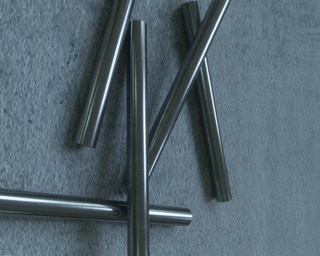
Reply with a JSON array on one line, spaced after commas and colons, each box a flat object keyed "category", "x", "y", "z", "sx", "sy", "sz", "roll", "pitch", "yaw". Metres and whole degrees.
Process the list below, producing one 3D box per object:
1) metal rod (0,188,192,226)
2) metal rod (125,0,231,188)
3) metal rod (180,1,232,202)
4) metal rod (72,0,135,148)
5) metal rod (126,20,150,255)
[{"category": "metal rod", "x": -0.077, "y": 0.089, "z": 0.340, "sx": 0.302, "sy": 0.025, "sz": 0.025, "roll": 18, "pitch": 79, "yaw": -39}, {"category": "metal rod", "x": 0.030, "y": -0.058, "z": 0.408, "sx": 0.025, "sy": 0.025, "sz": 0.299, "roll": 33, "pitch": 76, "yaw": -35}, {"category": "metal rod", "x": 0.071, "y": -0.032, "z": 0.463, "sx": 0.025, "sy": 0.025, "sz": 0.298, "roll": -20, "pitch": 103, "yaw": -38}, {"category": "metal rod", "x": -0.049, "y": -0.124, "z": 0.362, "sx": 0.025, "sy": 0.025, "sz": 0.299, "roll": 22, "pitch": 76, "yaw": -38}, {"category": "metal rod", "x": -0.026, "y": 0.021, "z": 0.360, "sx": 0.025, "sy": 0.025, "sz": 0.298, "roll": 6, "pitch": 80, "yaw": -40}]
